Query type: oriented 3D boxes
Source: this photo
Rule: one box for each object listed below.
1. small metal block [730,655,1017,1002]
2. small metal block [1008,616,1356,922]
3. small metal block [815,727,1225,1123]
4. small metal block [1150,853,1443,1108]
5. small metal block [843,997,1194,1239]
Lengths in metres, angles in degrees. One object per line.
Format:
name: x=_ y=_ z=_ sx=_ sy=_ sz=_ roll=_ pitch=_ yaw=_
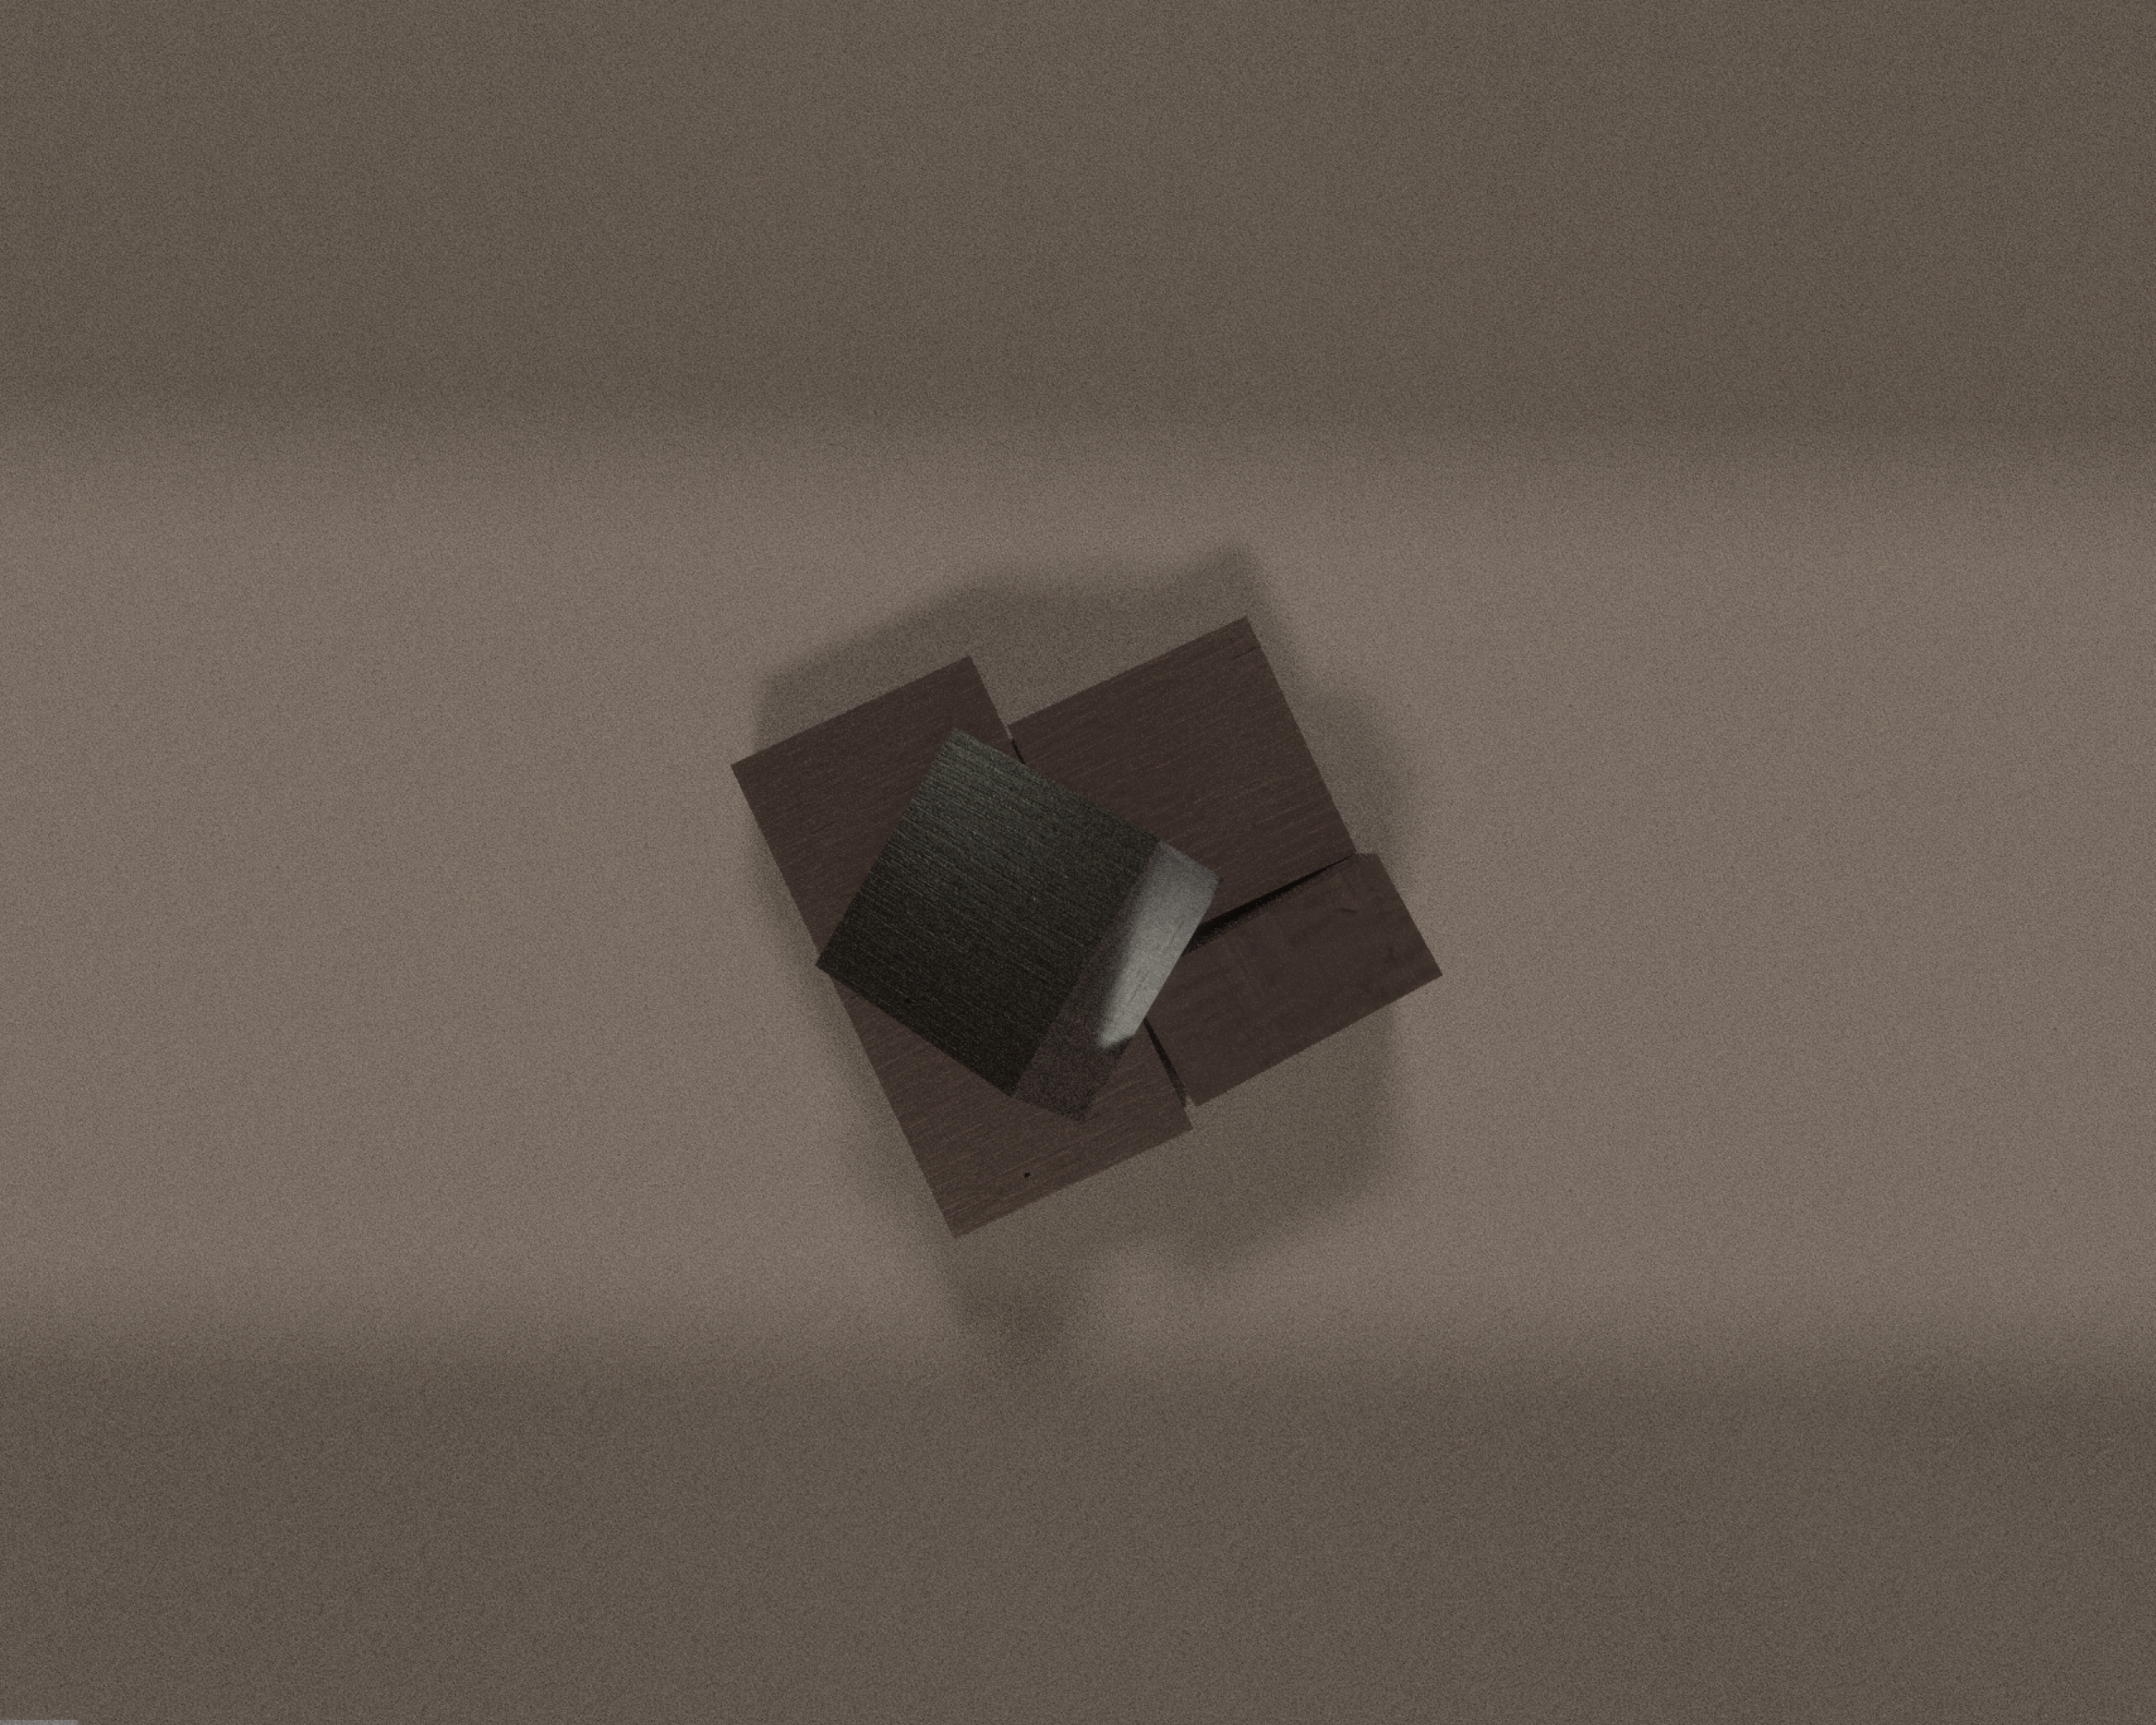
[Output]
small metal block: x=-0.033 y=-0.007 z=0.409 sx=0.050 sy=0.025 sz=0.050 roll=-25 pitch=90 yaw=-1
small metal block: x=0.020 y=-0.014 z=0.410 sx=0.050 sy=0.025 sz=0.050 roll=-25 pitch=90 yaw=-1
small metal block: x=-0.011 y=0.011 z=0.372 sx=0.050 sy=0.025 sz=0.050 roll=30 pitch=90 yaw=34
small metal block: x=0.037 y=0.021 z=0.398 sx=0.050 sy=0.050 sz=0.025 roll=-28 pitch=90 yaw=-1
small metal block: x=-0.011 y=0.039 z=0.410 sx=0.050 sy=0.025 sz=0.050 roll=-25 pitch=90 yaw=-1
